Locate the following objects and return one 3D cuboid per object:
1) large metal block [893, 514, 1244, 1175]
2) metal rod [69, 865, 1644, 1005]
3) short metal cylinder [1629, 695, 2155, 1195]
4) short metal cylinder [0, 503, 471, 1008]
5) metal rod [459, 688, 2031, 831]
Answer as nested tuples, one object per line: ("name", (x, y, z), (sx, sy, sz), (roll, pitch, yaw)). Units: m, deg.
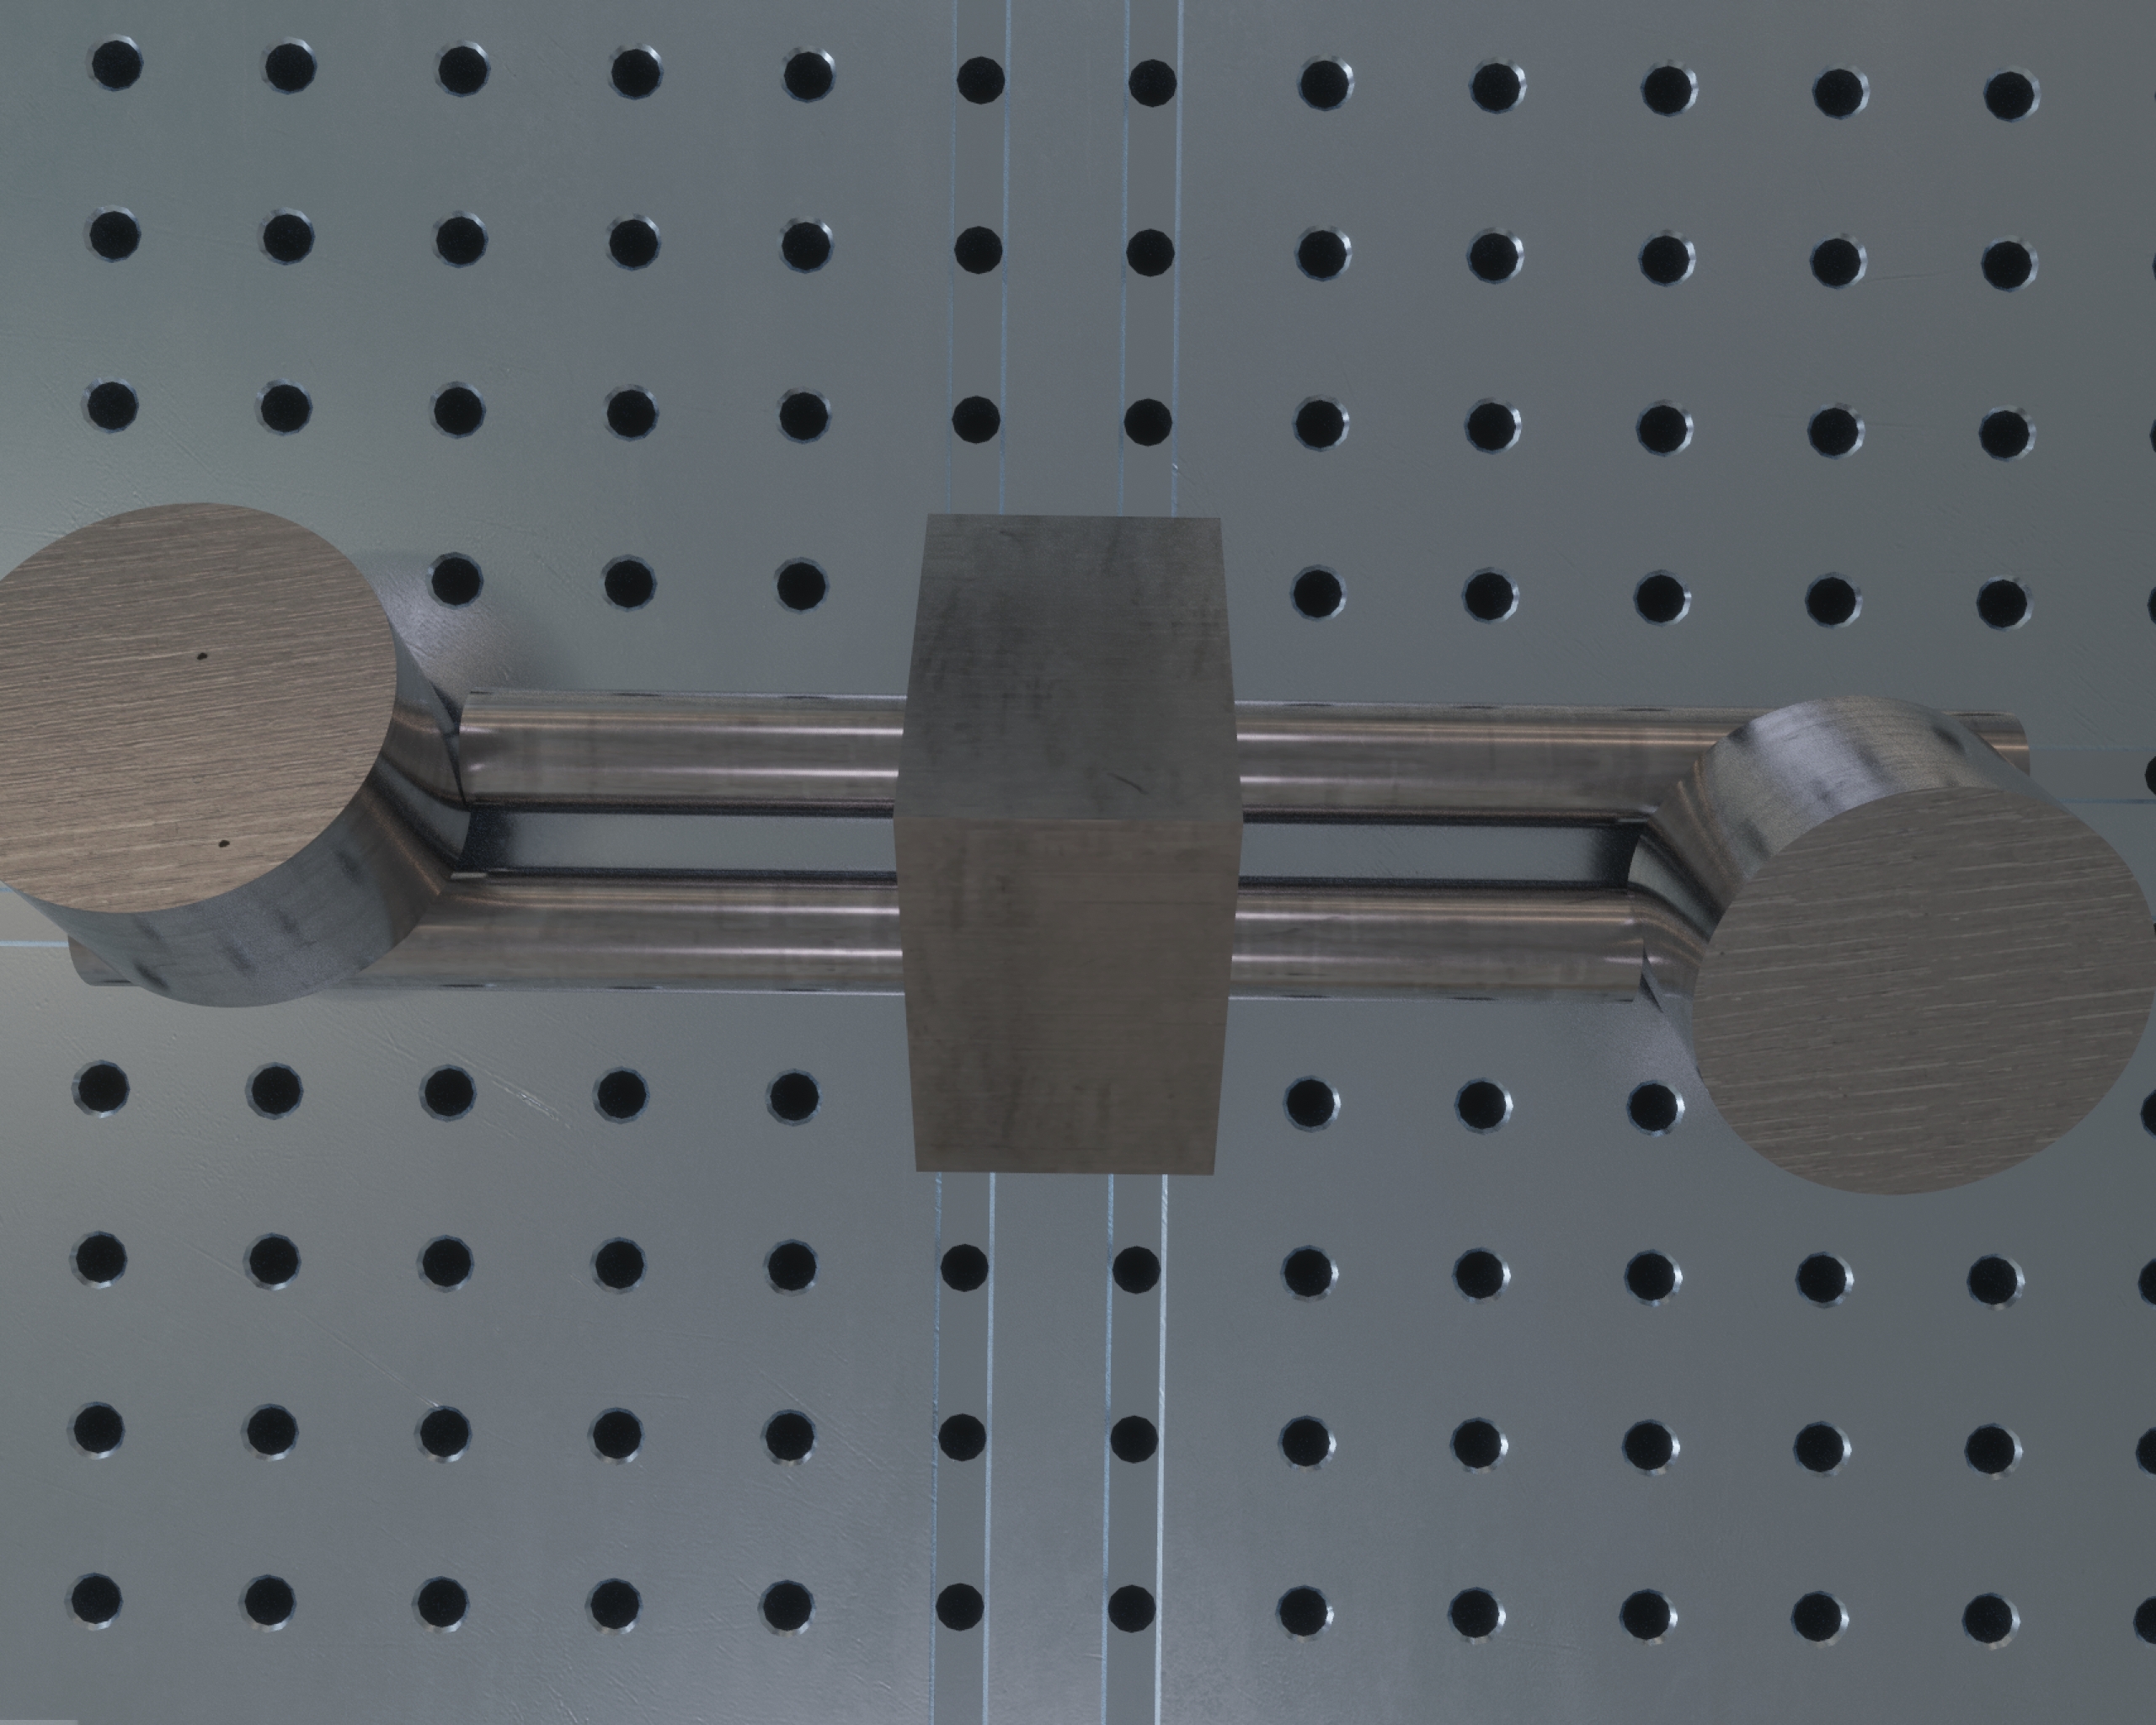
("large metal block", (-0.001, -0.004, 0.356), (0.050, 0.080, 0.079), (1, 132, 0))
("metal rod", (-0.042, 0.014, 0.412), (0.302, 0.025, 0.025), (1, 90, 0))
("short metal cylinder", (0.148, 0.014, 0.389), (0.081, 0.050, 0.079), (0, 112, 0))
("short metal cylinder", (-0.159, -0.019, 0.385), (0.081, 0.050, 0.080), (0, 67, -1))
("metal rod", (0.032, -0.020, 0.413), (0.302, 0.025, 0.025), (1, 90, 0))
